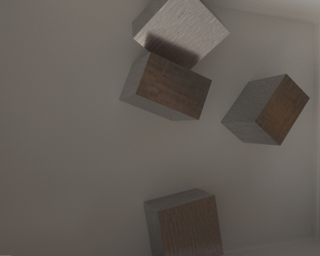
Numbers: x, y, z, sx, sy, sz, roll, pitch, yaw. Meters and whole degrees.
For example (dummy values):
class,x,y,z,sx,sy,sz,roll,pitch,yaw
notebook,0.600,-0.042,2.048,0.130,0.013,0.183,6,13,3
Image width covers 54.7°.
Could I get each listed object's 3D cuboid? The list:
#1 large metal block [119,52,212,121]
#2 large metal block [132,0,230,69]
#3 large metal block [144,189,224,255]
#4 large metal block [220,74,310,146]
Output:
class,x,y,z,sx,sy,sz,roll,pitch,yaw
large metal block,0.004,-0.046,0.384,0.080,0.080,0.050,21,83,-19
large metal block,0.023,-0.123,0.378,0.080,0.050,0.080,35,117,-30
large metal block,0.031,0.132,0.409,0.081,0.050,0.079,-10,94,-22
large metal block,0.145,-0.024,0.437,0.050,0.080,0.080,40,77,-16
